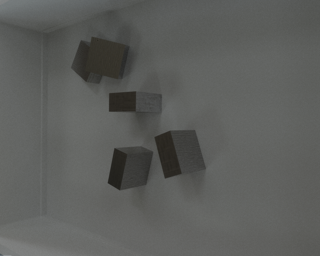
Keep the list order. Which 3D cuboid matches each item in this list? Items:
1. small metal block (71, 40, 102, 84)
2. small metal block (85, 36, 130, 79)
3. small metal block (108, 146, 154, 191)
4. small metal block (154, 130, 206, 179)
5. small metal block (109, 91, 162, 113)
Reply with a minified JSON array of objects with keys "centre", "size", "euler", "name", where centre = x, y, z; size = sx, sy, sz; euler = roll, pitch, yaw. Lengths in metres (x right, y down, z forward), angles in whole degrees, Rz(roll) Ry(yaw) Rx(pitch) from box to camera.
[{"centre":[-0.113,-0.106,0.500],"size":[0.050,0.025,0.050],"euler":[41,115,32],"name":"small metal block"},{"centre":[-0.077,-0.102,0.456],"size":[0.050,0.025,0.050],"euler":[15,102,5],"name":"small metal block"},{"centre":[-0.040,0.054,0.424],"size":[0.025,0.050,0.050],"euler":[20,103,38],"name":"small metal block"},{"centre":[0.025,0.030,0.370],"size":[0.025,0.050,0.050],"euler":[-24,75,38],"name":"small metal block"},{"centre":[-0.033,-0.034,0.418],"size":[0.050,0.050,0.025],"euler":[2,91,40],"name":"small metal block"}]
